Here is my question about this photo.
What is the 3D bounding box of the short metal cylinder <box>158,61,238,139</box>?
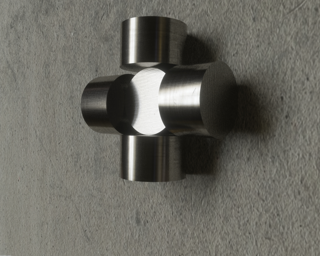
[{"bbox_3d":[0.043,-0.030,0.334,0.050,0.081,0.079,3,92,40],"label":"short metal cylinder"}]

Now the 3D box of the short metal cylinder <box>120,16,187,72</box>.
[{"bbox_3d":[-0.008,-0.097,0.374,0.080,0.081,0.050,2,92,39],"label":"short metal cylinder"}]

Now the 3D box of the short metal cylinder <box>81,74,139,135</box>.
[{"bbox_3d":[-0.058,-0.031,0.416,0.050,0.081,0.079,3,92,40],"label":"short metal cylinder"}]

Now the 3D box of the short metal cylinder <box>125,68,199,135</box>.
[{"bbox_3d":[0.002,-0.032,0.387,0.080,0.050,0.079,0,90,39],"label":"short metal cylinder"}]

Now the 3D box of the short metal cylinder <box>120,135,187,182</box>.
[{"bbox_3d":[-0.008,0.034,0.375,0.080,0.081,0.050,1,90,39],"label":"short metal cylinder"}]
